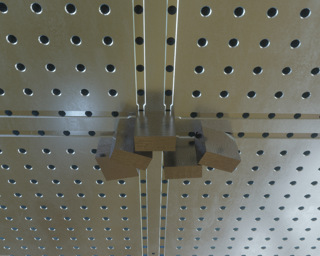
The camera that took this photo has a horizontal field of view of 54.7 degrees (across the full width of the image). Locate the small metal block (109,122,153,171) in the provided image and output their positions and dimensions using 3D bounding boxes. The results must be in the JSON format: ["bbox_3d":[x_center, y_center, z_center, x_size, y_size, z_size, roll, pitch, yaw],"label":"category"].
[{"bbox_3d":[-0.038,0.024,0.416,0.050,0.050,0.025,17,128,-15],"label":"small metal block"}]

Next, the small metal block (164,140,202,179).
[{"bbox_3d":[0.031,0.043,0.433,0.050,0.050,0.025,-3,130,2],"label":"small metal block"}]

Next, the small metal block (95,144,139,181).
[{"bbox_3d":[-0.060,0.048,0.452,0.050,0.025,0.050,-10,130,7],"label":"small metal block"}]

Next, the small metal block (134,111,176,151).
[{"bbox_3d":[-0.006,0.003,0.398,0.050,0.050,0.025,0,130,-1],"label":"small metal block"}]

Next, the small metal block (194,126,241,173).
[{"bbox_3d":[0.077,0.029,0.421,0.050,0.050,0.025,16,128,-14],"label":"small metal block"}]
